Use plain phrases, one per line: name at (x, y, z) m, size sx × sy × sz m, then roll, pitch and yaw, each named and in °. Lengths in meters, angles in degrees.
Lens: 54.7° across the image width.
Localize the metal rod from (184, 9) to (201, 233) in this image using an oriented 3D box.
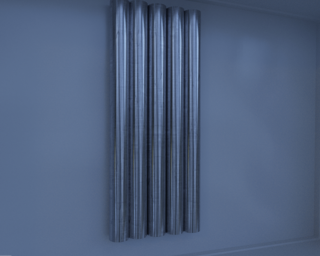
metal rod at (0.043, -0.009, 0.425) m, size 0.025 × 0.025 × 0.298 m, roll 0°, pitch 90°, yaw -20°

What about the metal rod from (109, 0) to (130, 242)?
metal rod at (-0.051, -0.010, 0.390) m, size 0.025 × 0.025 × 0.298 m, roll 0°, pitch 90°, yaw -20°

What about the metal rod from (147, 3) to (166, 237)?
metal rod at (-0.005, -0.010, 0.407) m, size 0.025 × 0.025 × 0.298 m, roll 0°, pitch 90°, yaw -20°

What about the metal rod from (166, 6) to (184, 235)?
metal rod at (0.020, -0.010, 0.416) m, size 0.025 × 0.025 × 0.298 m, roll 0°, pitch 90°, yaw -20°

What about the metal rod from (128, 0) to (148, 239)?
metal rod at (-0.029, -0.010, 0.399) m, size 0.025 × 0.025 × 0.298 m, roll 0°, pitch 90°, yaw -20°
